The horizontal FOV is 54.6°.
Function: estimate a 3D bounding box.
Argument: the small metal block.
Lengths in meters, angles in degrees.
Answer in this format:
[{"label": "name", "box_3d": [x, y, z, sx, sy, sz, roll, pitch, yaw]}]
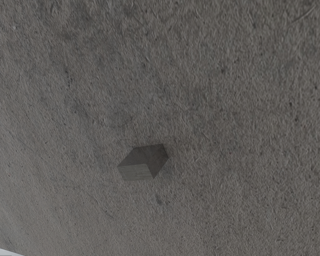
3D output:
[{"label": "small metal block", "box_3d": [-0.023, 0.048, 0.433, 0.050, 0.050, 0.025, -11, 113, 33]}]
